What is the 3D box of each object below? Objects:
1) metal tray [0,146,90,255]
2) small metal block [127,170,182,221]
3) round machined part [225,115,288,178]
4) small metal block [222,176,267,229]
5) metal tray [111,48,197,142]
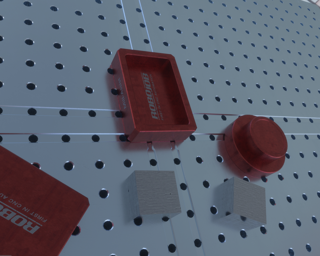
[{"bbox_3d":[-0.144,0.074,0.282,0.130,0.030,0.090,33,51,-7],"label":"metal tray"},{"bbox_3d":[-0.007,0.077,0.357,0.050,0.025,0.050,5,60,-26],"label":"small metal block"},{"bbox_3d":[0.150,0.021,0.465,0.099,0.042,0.098,13,56,-21],"label":"round machined part"},{"bbox_3d":[0.111,0.098,0.407,0.050,0.025,0.050,22,54,-15],"label":"small metal block"},{"bbox_3d":[-0.010,-0.046,0.427,0.091,0.030,0.130,-1,62,-29],"label":"metal tray"}]
